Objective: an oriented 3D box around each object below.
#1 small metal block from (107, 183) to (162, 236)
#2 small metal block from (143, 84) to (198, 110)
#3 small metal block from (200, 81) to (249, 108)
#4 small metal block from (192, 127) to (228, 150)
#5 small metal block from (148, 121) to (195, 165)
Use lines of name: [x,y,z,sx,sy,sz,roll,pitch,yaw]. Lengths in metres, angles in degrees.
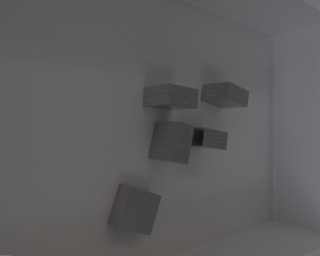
small metal block: [-0.031,0.100,0.381,0.050,0.025,0.050,27,73,-37]
small metal block: [0.014,-0.039,0.401,0.050,0.050,0.025,4,88,-40]
small metal block: [0.099,-0.049,0.473,0.050,0.050,0.025,15,80,-39]
small metal block: [0.060,0.015,0.440,0.050,0.050,0.025,11,84,-40]
small metal block: [0.014,0.019,0.402,0.025,0.050,0.050,18,79,-39]
